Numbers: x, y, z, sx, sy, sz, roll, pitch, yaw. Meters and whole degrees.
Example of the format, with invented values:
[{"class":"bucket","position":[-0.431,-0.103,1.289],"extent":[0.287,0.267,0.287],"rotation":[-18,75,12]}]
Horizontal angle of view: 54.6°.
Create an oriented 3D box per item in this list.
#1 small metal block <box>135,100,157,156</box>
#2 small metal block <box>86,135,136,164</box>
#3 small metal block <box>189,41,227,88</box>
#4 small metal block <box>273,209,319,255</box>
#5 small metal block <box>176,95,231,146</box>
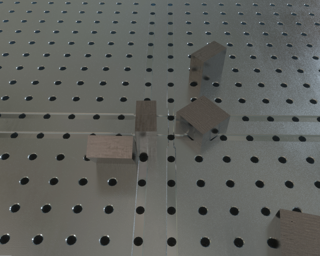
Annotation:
[{"class":"small metal block","position":[-0.017,0.001,0.391],"extent":[0.025,0.050,0.050],"rotation":[-1,50,-1]},{"class":"small metal block","position":[-0.055,0.027,0.365],"extent":[0.050,0.050,0.025],"rotation":[1,76,1]},{"class":"small metal block","position":[0.072,-0.097,0.474],"extent":[0.050,0.050,0.025],"rotation":[-35,58,-26]},{"class":"small metal block","position":[0.144,0.114,0.313],"extent":[0.050,0.025,0.050],"rotation":[9,51,7]},{"class":"small metal block","position":[0.057,-0.011,0.417],"extent":[0.050,0.025,0.050],"rotation":[-32,57,-24]}]
